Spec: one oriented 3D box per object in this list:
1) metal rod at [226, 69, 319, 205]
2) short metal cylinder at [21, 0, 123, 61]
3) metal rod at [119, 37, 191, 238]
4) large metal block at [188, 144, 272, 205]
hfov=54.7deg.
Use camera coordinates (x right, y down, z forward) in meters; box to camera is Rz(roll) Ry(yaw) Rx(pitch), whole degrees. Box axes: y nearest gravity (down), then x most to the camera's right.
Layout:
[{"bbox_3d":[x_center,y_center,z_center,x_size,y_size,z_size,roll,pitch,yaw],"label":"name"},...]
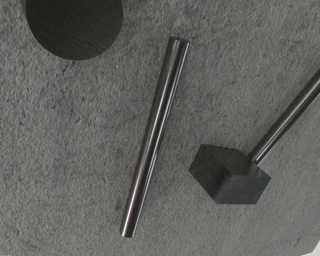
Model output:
[{"bbox_3d":[0.196,0.009,0.519,0.025,0.025,0.299,29,102,-38],"label":"metal rod"},{"bbox_3d":[-0.080,-0.108,0.280,0.081,0.050,0.079,-14,124,-21],"label":"short metal cylinder"},{"bbox_3d":[-0.013,0.029,0.417,0.025,0.025,0.298,1,118,-29],"label":"metal rod"},{"bbox_3d":[0.104,0.070,0.472,0.081,0.080,0.050,10,114,-33],"label":"large metal block"}]
